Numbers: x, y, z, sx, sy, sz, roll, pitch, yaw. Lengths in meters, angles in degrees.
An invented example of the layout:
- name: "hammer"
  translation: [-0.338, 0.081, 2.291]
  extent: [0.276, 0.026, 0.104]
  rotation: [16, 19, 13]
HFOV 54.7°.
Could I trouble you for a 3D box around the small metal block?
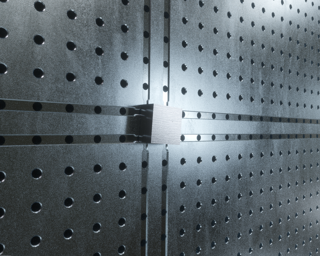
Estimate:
- name: "small metal block"
  translation: [0.002, -0.004, 0.412]
  extent: [0.050, 0.025, 0.050]
  rotation: [6, 86, -40]
